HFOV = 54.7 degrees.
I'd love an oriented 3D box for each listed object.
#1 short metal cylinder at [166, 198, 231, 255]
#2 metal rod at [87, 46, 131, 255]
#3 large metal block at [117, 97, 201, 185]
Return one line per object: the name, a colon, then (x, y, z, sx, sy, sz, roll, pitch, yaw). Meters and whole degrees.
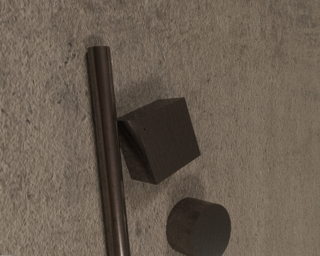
short metal cylinder: (0.055, 0.143, 0.438, 0.081, 0.050, 0.079, 0, 90, -40)
metal rod: (-0.056, 0.058, 0.359, 0.025, 0.025, 0.298, -9, 96, -40)
large metal block: (-0.003, 0.013, 0.388, 0.081, 0.050, 0.080, -28, 108, -37)
